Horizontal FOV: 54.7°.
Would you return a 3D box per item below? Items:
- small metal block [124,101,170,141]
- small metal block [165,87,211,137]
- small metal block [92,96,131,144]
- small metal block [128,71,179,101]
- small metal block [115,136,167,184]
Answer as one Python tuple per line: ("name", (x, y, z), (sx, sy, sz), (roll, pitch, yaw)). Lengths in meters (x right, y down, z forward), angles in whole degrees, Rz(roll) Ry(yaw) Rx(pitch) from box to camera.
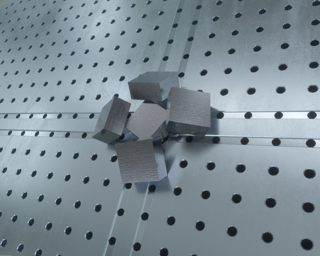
("small metal block", (-0.013, -0.006, 0.416), (0.050, 0.025, 0.050), (-49, 52, -7))
("small metal block", (0.035, -0.020, 0.386), (0.050, 0.025, 0.050), (9, 60, -7))
("small metal block", (-0.068, -0.010, 0.434), (0.050, 0.025, 0.050), (-28, 42, 56))
("small metal block", (-0.008, -0.059, 0.431), (0.050, 0.025, 0.050), (6, 29, 31))
("small metal block", (-0.023, 0.039, 0.379), (0.050, 0.025, 0.050), (-9, 94, 23))
